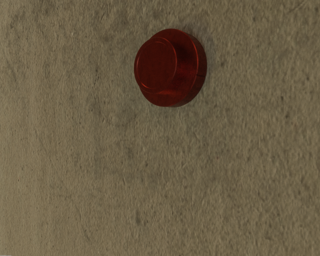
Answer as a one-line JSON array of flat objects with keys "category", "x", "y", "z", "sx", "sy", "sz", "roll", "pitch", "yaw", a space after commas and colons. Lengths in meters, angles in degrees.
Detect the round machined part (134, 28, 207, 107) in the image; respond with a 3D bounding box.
[{"category": "round machined part", "x": 0.006, "y": -0.075, "z": 0.387, "sx": 0.098, "sy": 0.042, "sz": 0.097, "roll": 0, "pitch": 90, "yaw": 39}]
